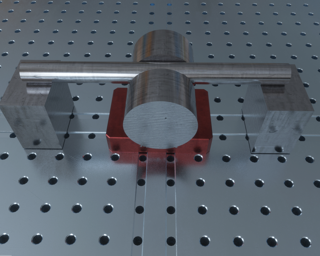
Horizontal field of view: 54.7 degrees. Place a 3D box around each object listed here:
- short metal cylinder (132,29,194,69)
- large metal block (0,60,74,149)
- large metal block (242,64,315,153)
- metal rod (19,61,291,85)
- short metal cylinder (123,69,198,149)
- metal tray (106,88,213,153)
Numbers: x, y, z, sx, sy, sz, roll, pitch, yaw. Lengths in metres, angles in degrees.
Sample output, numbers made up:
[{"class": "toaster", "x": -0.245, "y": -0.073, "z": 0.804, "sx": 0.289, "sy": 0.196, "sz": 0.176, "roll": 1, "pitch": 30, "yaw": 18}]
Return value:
[{"class": "short metal cylinder", "x": 0.004, "y": -0.078, "z": 0.398, "sx": 0.080, "sy": 0.080, "sz": 0.050, "roll": 1, "pitch": 50, "yaw": 0}, {"class": "large metal block", "x": -0.151, "y": -0.030, "z": 0.394, "sx": 0.050, "sy": 0.080, "sz": 0.080, "roll": 1, "pitch": 50, "yaw": 1}, {"class": "large metal block", "x": 0.143, "y": -0.024, "z": 0.391, "sx": 0.050, "sy": 0.080, "sz": 0.080, "roll": 1, "pitch": 50, "yaw": 1}, {"class": "metal rod", "x": -0.005, "y": -0.063, "z": 0.356, "sx": 0.302, "sy": 0.025, "sz": 0.025, "roll": 1, "pitch": 50, "yaw": 0}, {"class": "short metal cylinder", "x": 0.001, "y": -0.020, "z": 0.350, "sx": 0.080, "sy": 0.080, "sz": 0.050, "roll": 1, "pitch": 50, "yaw": 0}, {"class": "metal tray", "x": 0.000, "y": -0.012, "z": 0.414, "sx": 0.131, "sy": 0.030, "sz": 0.090, "roll": 1, "pitch": 50, "yaw": 1}]
